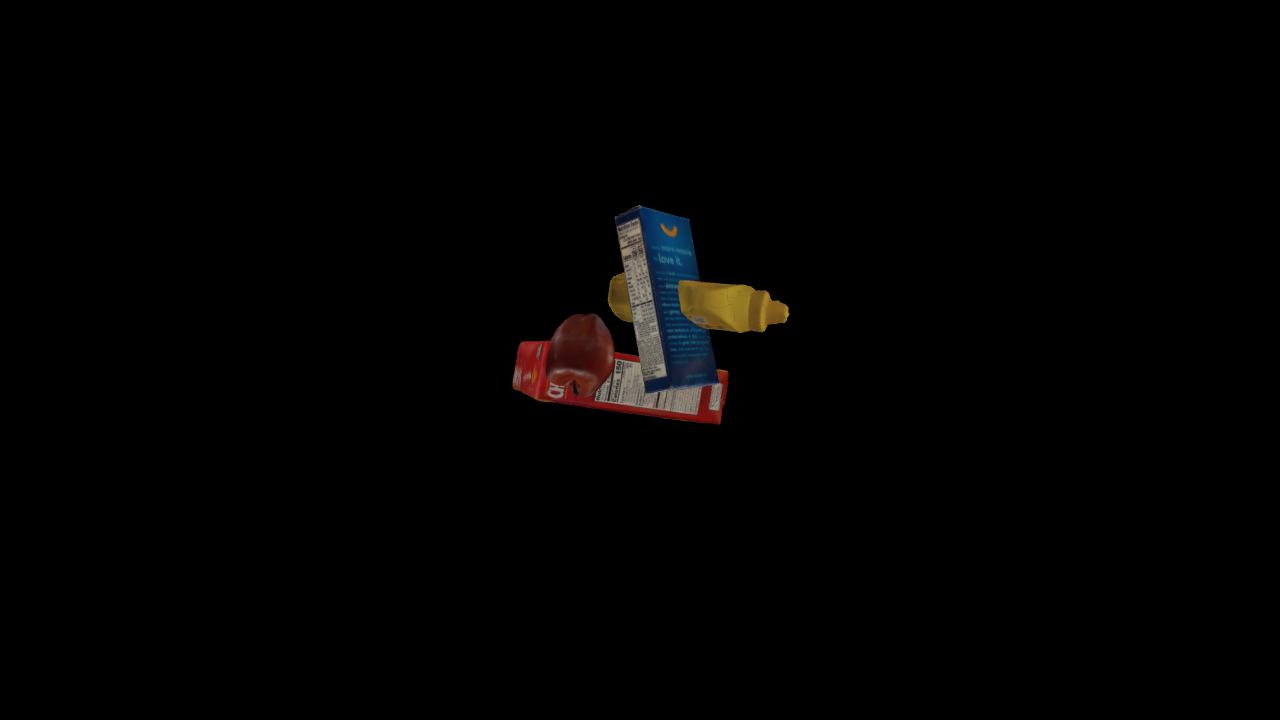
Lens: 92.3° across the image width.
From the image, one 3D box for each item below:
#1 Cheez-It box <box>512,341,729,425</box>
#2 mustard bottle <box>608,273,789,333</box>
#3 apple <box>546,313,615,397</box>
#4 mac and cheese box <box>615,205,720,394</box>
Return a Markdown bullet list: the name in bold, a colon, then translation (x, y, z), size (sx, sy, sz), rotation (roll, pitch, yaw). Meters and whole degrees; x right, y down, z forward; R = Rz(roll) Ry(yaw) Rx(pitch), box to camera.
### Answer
- **Cheez-It box**: translation (-0.030, 0.026, 0.745), size (0.223, 0.071, 0.166), rotation (10, -3, -20)
- **mustard bottle**: translation (0.065, -0.058, 0.652), size (0.184, 0.054, 0.092), rotation (9, -6, 23)
- **apple**: translation (-0.064, -0.003, 0.659), size (0.079, 0.093, 0.079), rotation (6, -33, 4)
- **mac and cheese box**: translation (0.029, -0.060, 0.640), size (0.041, 0.184, 0.093), rotation (-14, -7, 38)
